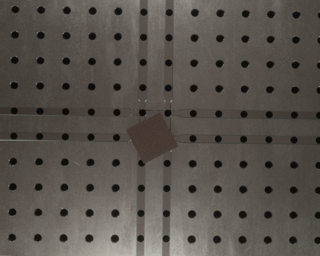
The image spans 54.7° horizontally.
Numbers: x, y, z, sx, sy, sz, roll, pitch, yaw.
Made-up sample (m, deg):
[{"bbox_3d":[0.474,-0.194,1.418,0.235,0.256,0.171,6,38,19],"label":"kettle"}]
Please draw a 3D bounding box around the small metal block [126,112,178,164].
[{"bbox_3d":[-0.010,0.013,0.413,0.050,0.025,0.050,-28,90,-1],"label":"small metal block"}]
